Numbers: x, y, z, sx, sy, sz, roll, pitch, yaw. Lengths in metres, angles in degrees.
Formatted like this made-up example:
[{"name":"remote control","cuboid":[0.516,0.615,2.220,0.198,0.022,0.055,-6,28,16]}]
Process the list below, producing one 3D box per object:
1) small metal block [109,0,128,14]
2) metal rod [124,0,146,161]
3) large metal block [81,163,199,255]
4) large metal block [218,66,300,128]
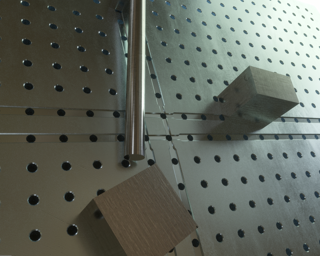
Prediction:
[{"name":"small metal block","cuboid":[-0.055,-0.218,0.513,0.050,0.025,0.050,12,57,-22]},{"name":"metal rod","cuboid":[-0.033,-0.100,0.434,0.025,0.025,0.299,10,63,-23]},{"name":"large metal block","cuboid":[-0.022,0.096,0.323,0.081,0.050,0.080,-26,76,-37]},{"name":"large metal block","cuboid":[0.151,-0.045,0.484,0.081,0.080,0.050,9,58,-24]}]
